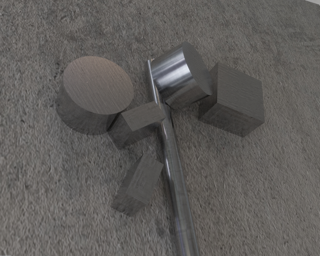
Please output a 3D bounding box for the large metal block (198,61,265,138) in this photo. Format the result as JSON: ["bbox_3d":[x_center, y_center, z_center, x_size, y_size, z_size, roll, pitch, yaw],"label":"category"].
[{"bbox_3d":[0.108,-0.042,0.472,0.080,0.050,0.080,20,54,-16],"label":"large metal block"}]

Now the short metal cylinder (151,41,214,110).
[{"bbox_3d":[0.032,-0.071,0.427,0.080,0.050,0.080,41,35,-38],"label":"short metal cylinder"}]

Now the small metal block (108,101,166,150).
[{"bbox_3d":[-0.028,-0.003,0.374,0.050,0.050,0.025,-24,75,-37],"label":"small metal block"}]

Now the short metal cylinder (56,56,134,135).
[{"bbox_3d":[-0.078,-0.038,0.369,0.081,0.050,0.080,14,56,-21],"label":"short metal cylinder"}]

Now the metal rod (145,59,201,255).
[{"bbox_3d":[0.013,0.038,0.387,0.025,0.025,0.299,4,60,-26],"label":"metal rod"}]

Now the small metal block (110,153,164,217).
[{"bbox_3d":[-0.025,0.063,0.336,0.025,0.050,0.050,31,52,-9],"label":"small metal block"}]
